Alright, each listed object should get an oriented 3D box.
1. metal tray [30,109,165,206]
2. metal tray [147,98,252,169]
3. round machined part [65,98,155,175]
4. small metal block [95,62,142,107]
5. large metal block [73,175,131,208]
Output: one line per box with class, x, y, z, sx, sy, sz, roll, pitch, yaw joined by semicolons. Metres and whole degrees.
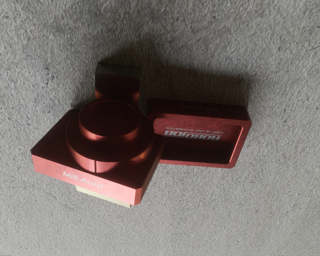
metal tray;-0.069;0.029;0.368;0.131;0.090;0.030;17;131;9
metal tray;0.045;0.010;0.414;0.131;0.030;0.089;5;130;-5
round machined part;-0.055;0.002;0.347;0.099;0.098;0.042;5;130;-5
small metal block;-0.050;-0.048;0.368;0.050;0.025;0.050;5;130;-5
large metal block;-0.070;0.057;0.415;0.080;0.050;0.080;16;144;9
